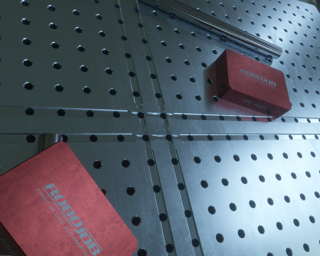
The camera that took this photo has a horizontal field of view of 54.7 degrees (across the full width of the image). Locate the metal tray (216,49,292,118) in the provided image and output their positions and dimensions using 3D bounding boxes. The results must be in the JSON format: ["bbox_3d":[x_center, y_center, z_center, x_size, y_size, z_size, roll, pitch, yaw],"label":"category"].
[{"bbox_3d":[0.163,-0.077,0.543,0.131,0.030,0.090,16,55,-19],"label":"metal tray"}]

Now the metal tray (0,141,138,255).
[{"bbox_3d":[-0.087,0.087,0.277,0.130,0.030,0.090,55,38,-4],"label":"metal tray"}]

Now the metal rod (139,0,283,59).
[{"bbox_3d":[0.105,-0.193,0.584,0.302,0.025,0.025,16,55,-19],"label":"metal rod"}]

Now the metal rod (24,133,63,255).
[{"bbox_3d":[-0.108,0.141,0.264,0.025,0.025,0.299,9,58,-24],"label":"metal rod"}]
